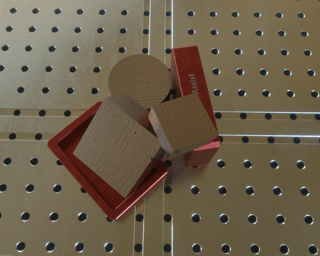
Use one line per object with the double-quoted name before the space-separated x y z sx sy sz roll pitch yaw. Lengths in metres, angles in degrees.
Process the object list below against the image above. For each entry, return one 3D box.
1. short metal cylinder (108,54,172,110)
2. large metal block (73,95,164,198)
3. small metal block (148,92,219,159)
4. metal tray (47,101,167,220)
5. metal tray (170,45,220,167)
"short metal cylinder" -0.026 -0.051 0.417 0.081 0.050 0.080 0 70 0
"large metal block" -0.039 0.018 0.358 0.080 0.050 0.080 38 110 12
"small metal block" 0.023 -0.003 0.313 0.050 0.025 0.050 -19 71 -19
"metal tray" -0.065 0.040 0.393 0.090 0.030 0.130 -41 76 -14
"metal tray" 0.039 -0.025 0.387 0.030 0.090 0.129 -9 70 -3
